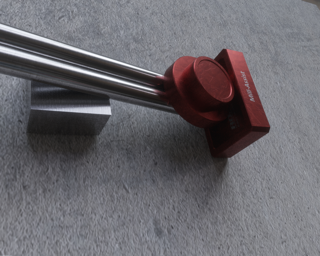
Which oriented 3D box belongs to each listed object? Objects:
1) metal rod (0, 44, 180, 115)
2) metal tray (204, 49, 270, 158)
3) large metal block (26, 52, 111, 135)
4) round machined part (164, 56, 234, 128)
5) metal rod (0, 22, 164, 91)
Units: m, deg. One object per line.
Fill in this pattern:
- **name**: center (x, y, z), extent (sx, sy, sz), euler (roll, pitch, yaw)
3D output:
- **metal rod**: center (-0.036, -0.041, 0.354), extent (0.302, 0.025, 0.025), euler (11, 56, -38)
- **metal tray**: center (0.094, -0.033, 0.436), extent (0.030, 0.090, 0.130), euler (4, 60, -27)
- **large metal block**: center (-0.106, -0.040, 0.352), extent (0.081, 0.050, 0.080), euler (3, 60, -27)
- **round machined part**: center (0.056, -0.052, 0.396), extent (0.099, 0.042, 0.098), euler (21, 52, -29)
- **metal rod**: center (-0.040, -0.065, 0.366), extent (0.302, 0.025, 0.025), euler (10, 57, -38)
